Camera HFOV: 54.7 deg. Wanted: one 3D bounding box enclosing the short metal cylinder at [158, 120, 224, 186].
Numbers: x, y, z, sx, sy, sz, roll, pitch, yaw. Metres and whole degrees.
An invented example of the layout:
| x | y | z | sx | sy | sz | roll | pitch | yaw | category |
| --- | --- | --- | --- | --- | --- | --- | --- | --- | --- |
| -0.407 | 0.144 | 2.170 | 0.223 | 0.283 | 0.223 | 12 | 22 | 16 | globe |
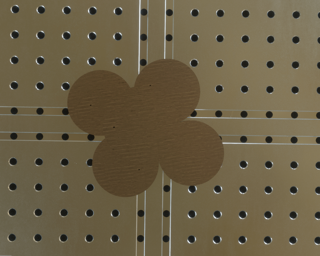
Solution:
| x | y | z | sx | sy | sz | roll | pitch | yaw | category |
| --- | --- | --- | --- | --- | --- | --- | --- | --- | --- |
| 0.038 | 0.030 | 0.401 | 0.081 | 0.050 | 0.079 | 0 | 90 | -1 | short metal cylinder |

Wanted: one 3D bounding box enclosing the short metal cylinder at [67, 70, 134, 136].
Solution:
| x | y | z | sx | sy | sz | roll | pitch | yaw | category |
| --- | --- | --- | --- | --- | --- | --- | --- | --- | --- |
| -0.072 | -0.030 | 0.399 | 0.081 | 0.050 | 0.079 | 0 | 90 | -1 | short metal cylinder |

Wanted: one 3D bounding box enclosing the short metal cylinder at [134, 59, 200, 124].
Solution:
| x | y | z | sx | sy | sz | roll | pitch | yaw | category |
| --- | --- | --- | --- | --- | --- | --- | --- | --- | --- |
| 0.008 | -0.044 | 0.400 | 0.081 | 0.050 | 0.079 | 0 | 90 | -1 | short metal cylinder |

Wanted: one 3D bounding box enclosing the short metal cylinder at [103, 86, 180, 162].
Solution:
| x | y | z | sx | sy | sz | roll | pitch | yaw | category |
| --- | --- | --- | --- | --- | --- | --- | --- | --- | --- |
| -0.020 | -0.005 | 0.349 | 0.081 | 0.050 | 0.079 | 0 | 92 | -1 | short metal cylinder |

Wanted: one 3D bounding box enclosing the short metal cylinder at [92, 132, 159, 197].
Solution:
| x | y | z | sx | sy | sz | roll | pitch | yaw | category |
| --- | --- | --- | --- | --- | --- | --- | --- | --- | --- |
| -0.042 | 0.044 | 0.400 | 0.081 | 0.050 | 0.079 | 0 | 90 | -1 | short metal cylinder |
